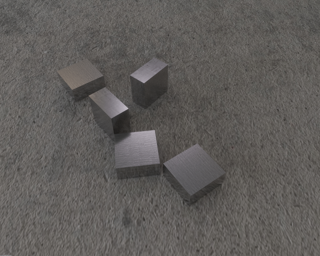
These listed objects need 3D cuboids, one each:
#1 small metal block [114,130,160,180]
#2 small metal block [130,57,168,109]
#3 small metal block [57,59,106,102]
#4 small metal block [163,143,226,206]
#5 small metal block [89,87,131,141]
[{"bbox_3d":[-0.028,0.032,0.376,0.050,0.025,0.050,-6,50,-5],"label":"small metal block"},{"bbox_3d":[-0.014,-0.063,0.440,0.025,0.050,0.050,32,57,24],"label":"small metal block"},{"bbox_3d":[-0.117,-0.072,0.463,0.050,0.025,0.050,-30,56,-23],"label":"small metal block"},{"bbox_3d":[0.039,0.053,0.359,0.050,0.025,0.050,-28,56,-22],"label":"small metal block"},{"bbox_3d":[-0.064,-0.016,0.400,0.025,0.050,0.050,-33,58,-24],"label":"small metal block"}]
